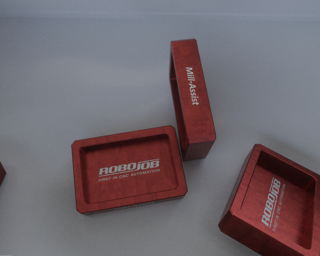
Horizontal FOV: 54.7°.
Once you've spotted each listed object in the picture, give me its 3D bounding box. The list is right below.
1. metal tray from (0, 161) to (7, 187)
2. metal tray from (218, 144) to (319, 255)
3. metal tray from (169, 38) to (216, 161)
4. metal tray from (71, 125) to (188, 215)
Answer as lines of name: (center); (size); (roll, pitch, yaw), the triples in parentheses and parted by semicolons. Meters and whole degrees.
metal tray: (-0.242, 0.088, 0.343); (0.091, 0.030, 0.130); (0, 43, 0)
metal tray: (0.128, 0.080, 0.342); (0.090, 0.030, 0.131); (29, 39, 11)
metal tray: (0.036, -0.032, 0.386); (0.030, 0.090, 0.130); (-7, 70, -3)
metal tray: (-0.038, 0.052, 0.387); (0.131, 0.030, 0.090); (-9, 70, -4)
